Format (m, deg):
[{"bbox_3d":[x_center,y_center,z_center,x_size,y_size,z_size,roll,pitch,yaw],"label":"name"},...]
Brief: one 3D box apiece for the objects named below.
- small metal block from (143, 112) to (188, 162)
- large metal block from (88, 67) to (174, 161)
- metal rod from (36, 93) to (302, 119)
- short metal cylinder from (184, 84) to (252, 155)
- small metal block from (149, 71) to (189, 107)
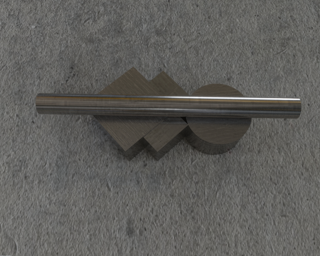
[{"bbox_3d":[0.007,0.012,0.393,0.050,0.050,0.025,-40,75,-13],"label":"small metal block"},{"bbox_3d":[-0.037,-0.018,0.401,0.080,0.050,0.080,-40,75,-13],"label":"large metal block"},{"bbox_3d":[0.010,-0.026,0.364,0.302,0.025,0.025,1,70,0],"label":"metal rod"},{"bbox_3d":[0.071,-0.010,0.400,0.081,0.050,0.080,0,70,0],"label":"short metal cylinder"},{"bbox_3d":[0.012,-0.040,0.411,0.025,0.050,0.050,-41,76,-13],"label":"small metal block"}]
